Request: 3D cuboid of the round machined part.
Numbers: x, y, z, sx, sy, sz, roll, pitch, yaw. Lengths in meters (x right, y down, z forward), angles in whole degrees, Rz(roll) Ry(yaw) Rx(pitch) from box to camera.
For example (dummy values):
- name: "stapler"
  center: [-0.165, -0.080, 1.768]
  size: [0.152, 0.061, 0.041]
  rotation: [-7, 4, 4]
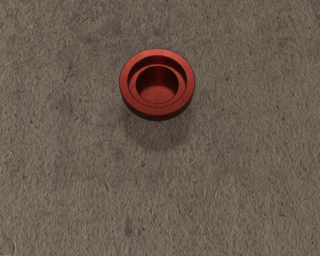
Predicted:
- name: "round machined part"
  center: [-0.003, -0.054, 0.419]
  size: [0.099, 0.042, 0.098]
  rotation: [0, 70, -1]
